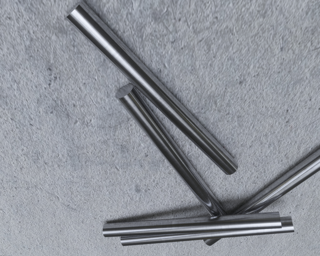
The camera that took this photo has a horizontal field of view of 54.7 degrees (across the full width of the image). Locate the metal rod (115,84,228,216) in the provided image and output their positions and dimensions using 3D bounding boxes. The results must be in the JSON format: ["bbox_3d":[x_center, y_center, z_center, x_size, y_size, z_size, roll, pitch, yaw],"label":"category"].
[{"bbox_3d":[0.031,0.055,0.453,0.025,0.025,0.300,-24,127,19],"label":"metal rod"}]

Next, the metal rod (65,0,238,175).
[{"bbox_3d":[0.010,-0.029,0.381,0.025,0.025,0.300,-32,124,24],"label":"metal rod"}]

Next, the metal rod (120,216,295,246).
[{"bbox_3d":[0.071,0.181,0.539,0.301,0.025,0.025,-12,130,18],"label":"metal rod"}]

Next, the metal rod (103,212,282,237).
[{"bbox_3d":[0.044,0.164,0.521,0.301,0.025,0.025,-9,130,17],"label":"metal rod"}]

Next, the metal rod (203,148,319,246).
[{"bbox_3d":[0.172,0.116,0.506,0.025,0.025,0.298,26,125,-21],"label":"metal rod"}]
